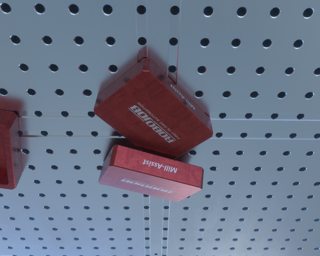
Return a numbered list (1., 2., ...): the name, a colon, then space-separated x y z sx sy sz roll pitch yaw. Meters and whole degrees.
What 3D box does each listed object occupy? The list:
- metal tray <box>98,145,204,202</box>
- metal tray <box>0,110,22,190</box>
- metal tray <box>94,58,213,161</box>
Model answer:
1. metal tray: -0.015 0.069 0.445 0.131 0.030 0.090 16 151 -14
2. metal tray: -0.246 0.029 0.430 0.091 0.030 0.129 10 130 -9
3. metal tray: -0.006 -0.015 0.396 0.090 0.030 0.130 -34 123 25
